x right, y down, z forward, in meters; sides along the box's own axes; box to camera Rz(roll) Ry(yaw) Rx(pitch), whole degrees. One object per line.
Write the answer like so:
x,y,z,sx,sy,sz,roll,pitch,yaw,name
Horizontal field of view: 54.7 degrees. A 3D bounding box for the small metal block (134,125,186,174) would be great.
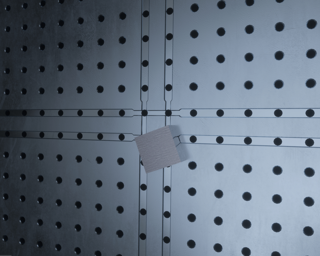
0.000,0.028,0.412,0.050,0.025,0.050,-21,83,18,small metal block
